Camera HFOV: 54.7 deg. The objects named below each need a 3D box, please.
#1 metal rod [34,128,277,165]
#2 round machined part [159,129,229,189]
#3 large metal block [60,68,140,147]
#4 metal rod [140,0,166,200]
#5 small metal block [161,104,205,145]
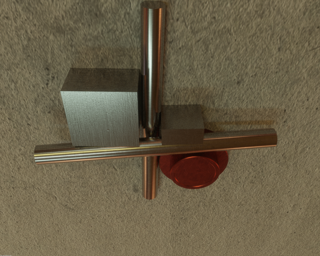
[{"bbox_3d":[-0.003,0.023,0.396,0.302,0.025,0.025,-4,130,-3],"label":"metal rod"},{"bbox_3d":[0.048,0.050,0.440,0.099,0.042,0.097,-1,130,0],"label":"round machined part"},{"bbox_3d":[-0.065,-0.024,0.370,0.081,0.050,0.079,1,130,-1],"label":"large metal block"},{"bbox_3d":[-0.012,-0.008,0.401,0.025,0.025,0.298,1,130,-2],"label":"metal rod"},{"bbox_3d":[0.027,-0.005,0.388,0.050,0.050,0.025,-1,130,0],"label":"small metal block"}]
